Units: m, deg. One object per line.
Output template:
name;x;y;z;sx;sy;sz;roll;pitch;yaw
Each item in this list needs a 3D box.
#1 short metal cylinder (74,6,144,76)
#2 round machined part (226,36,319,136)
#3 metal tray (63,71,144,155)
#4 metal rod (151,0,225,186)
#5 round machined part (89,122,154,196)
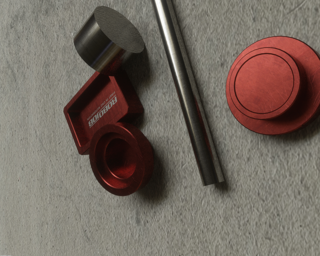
short metal cylinder;-0.069;-0.118;0.424;0.050;0.081;0.080;-39;67;33
round machined part;0.108;-0.041;0.304;0.098;0.042;0.097;0;90;39
metal tray;-0.091;-0.027;0.474;0.130;0.030;0.090;-39;67;32
metal rod;0.024;-0.078;0.383;0.025;0.025;0.299;-24;75;37
round machined part;-0.048;0.040;0.424;0.098;0.042;0.097;7;102;34
